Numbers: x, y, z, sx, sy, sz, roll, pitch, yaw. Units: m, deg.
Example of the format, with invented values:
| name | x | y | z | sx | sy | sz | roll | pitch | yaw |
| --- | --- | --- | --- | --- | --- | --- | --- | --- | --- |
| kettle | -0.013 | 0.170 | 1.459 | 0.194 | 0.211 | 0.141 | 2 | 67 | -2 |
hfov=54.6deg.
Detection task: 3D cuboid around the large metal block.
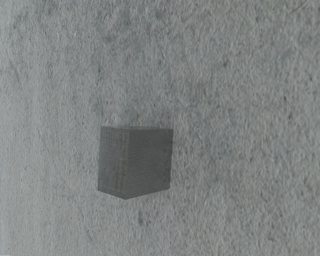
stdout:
| name | x | y | z | sx | sy | sz | roll | pitch | yaw |
| --- | --- | --- | --- | --- | --- | --- | --- | --- | --- |
| large metal block | -0.030 | 0.039 | 0.395 | 0.050 | 0.081 | 0.080 | 6 | 94 | 40 |
